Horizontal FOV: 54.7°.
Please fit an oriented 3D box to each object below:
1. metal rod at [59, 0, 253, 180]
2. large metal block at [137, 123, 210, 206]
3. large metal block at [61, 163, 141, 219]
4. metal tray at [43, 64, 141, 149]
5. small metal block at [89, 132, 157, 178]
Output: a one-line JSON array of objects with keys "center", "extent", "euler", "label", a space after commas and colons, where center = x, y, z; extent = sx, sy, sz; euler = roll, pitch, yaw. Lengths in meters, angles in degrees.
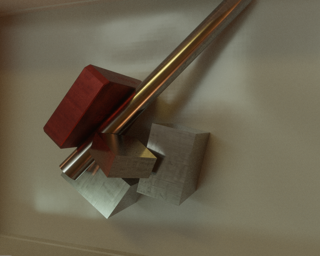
[{"center": [0.000, -0.057, 0.360], "extent": [0.025, 0.025, 0.300], "euler": [43, 86, 14], "label": "metal rod"}, {"center": [0.019, 0.039, 0.373], "extent": [0.050, 0.080, 0.079], "euler": [14, 95, 19], "label": "large metal block"}, {"center": [-0.064, 0.062, 0.403], "extent": [0.080, 0.080, 0.050], "euler": [38, 102, 15], "label": "large metal block"}, {"center": [-0.066, -0.022, 0.375], "extent": [0.030, 0.130, 0.090], "euler": [42, 104, 16], "label": "metal tray"}, {"center": [-0.040, 0.029, 0.330], "extent": [0.050, 0.050, 0.025], "euler": [40, 114, 47], "label": "small metal block"}]
